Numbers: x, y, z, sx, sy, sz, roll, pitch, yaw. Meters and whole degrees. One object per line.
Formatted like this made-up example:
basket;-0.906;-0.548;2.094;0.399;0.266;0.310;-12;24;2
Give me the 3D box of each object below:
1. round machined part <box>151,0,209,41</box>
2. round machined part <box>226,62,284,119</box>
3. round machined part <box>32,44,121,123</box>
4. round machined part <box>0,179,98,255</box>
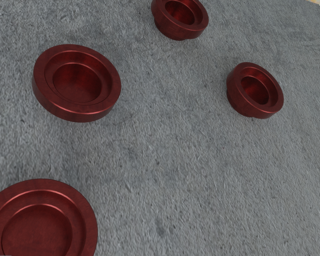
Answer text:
round machined part;0.029;-0.187;0.522;0.099;0.042;0.098;14;56;-21
round machined part;0.149;-0.056;0.507;0.099;0.042;0.098;14;56;-21
round machined part;-0.100;-0.048;0.369;0.099;0.042;0.098;14;56;-21
round machined part;-0.109;0.098;0.274;0.099;0.042;0.098;14;56;-21
